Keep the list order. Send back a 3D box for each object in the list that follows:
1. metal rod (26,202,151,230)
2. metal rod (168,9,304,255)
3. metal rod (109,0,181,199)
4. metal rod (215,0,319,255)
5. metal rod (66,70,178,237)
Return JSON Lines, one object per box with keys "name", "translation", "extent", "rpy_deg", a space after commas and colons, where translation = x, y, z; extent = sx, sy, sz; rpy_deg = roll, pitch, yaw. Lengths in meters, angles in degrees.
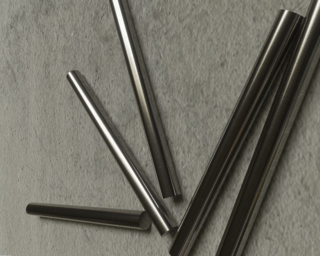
{"name": "metal rod", "translation": [-0.135, 0.142, 0.513], "extent": [0.300, 0.025, 0.025], "rpy_deg": [-8, 85, 39]}
{"name": "metal rod", "translation": [0.075, 0.023, 0.341], "extent": [0.025, 0.025, 0.298], "rpy_deg": [34, 110, 34]}
{"name": "metal rod", "translation": [-0.025, -0.054, 0.423], "extent": [0.025, 0.025, 0.299], "rpy_deg": [-25, 74, 37]}
{"name": "metal rod", "translation": [0.111, 0.019, 0.312], "extent": [0.025, 0.025, 0.298], "rpy_deg": [26, 106, 36]}
{"name": "metal rod", "translation": [-0.067, 0.022, 0.457], "extent": [0.025, 0.025, 0.300], "rpy_deg": [-50, 61, 28]}
